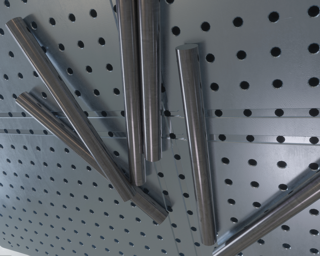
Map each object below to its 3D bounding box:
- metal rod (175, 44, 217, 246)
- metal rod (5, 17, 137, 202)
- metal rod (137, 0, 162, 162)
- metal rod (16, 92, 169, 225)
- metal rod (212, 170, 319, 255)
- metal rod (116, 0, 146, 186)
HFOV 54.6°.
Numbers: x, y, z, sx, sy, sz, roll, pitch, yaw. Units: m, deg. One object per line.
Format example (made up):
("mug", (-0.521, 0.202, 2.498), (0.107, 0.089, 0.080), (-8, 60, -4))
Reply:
("metal rod", (0.052, 0.041, 0.409), (0.025, 0.025, 0.298), (5, 121, 26))
("metal rod", (-0.124, -0.021, 0.450), (0.025, 0.025, 0.299), (-25, 101, 37))
("metal rod", (-0.011, -0.087, 0.364), (0.025, 0.025, 0.298), (13, 124, 21))
("metal rod", (-0.108, 0.048, 0.498), (0.300, 0.025, 0.025), (40, 129, 0))
("metal rod", (0.157, 0.104, 0.392), (0.025, 0.025, 0.298), (36, 129, 4))
("metal rod", (-0.035, -0.045, 0.402), (0.025, 0.025, 0.298), (13, 124, 21))
